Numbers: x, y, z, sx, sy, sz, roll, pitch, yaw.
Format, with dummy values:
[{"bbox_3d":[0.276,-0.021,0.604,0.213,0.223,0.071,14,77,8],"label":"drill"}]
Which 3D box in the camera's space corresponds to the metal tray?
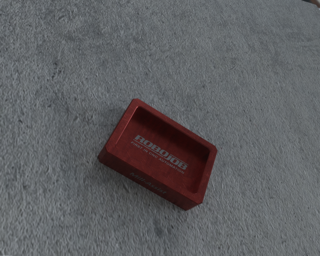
[{"bbox_3d":[0.002,0.032,0.385,0.130,0.030,0.090,31,51,-8],"label":"metal tray"}]
